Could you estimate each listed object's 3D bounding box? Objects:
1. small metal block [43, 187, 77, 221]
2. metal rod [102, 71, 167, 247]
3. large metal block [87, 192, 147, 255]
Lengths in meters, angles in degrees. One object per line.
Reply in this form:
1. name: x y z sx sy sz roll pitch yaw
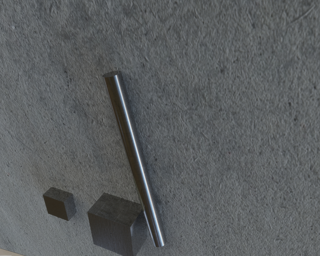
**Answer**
1. small metal block: -0.194 0.147 0.600 0.050 0.025 0.050 12 124 21
2. metal rod: -0.031 0.062 0.461 0.025 0.025 0.298 1 119 27
3. large metal block: -0.071 0.167 0.532 0.080 0.050 0.079 12 124 21
